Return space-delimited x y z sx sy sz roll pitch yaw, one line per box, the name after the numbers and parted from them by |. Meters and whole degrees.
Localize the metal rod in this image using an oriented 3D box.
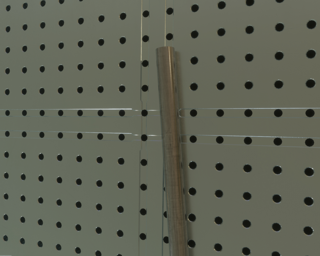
0.017 0.044 0.405 0.025 0.025 0.298 -4 89 19 | metal rod
